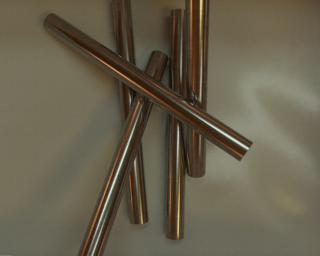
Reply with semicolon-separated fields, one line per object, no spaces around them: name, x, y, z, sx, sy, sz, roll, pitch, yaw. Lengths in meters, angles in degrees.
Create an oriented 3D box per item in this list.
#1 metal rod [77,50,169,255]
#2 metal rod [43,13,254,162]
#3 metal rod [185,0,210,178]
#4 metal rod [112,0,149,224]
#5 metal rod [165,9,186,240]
metal rod;-0.042;0.037;0.358;0.025;0.025;0.299;18;68;0
metal rod;-0.026;-0.057;0.369;0.300;0.025;0.025;35;90;16
metal rod;0.041;-0.073;0.347;0.025;0.025;0.298;-3;117;0
metal rod;-0.040;-0.025;0.410;0.025;0.025;0.298;-5;90;-1
metal rod;0.023;-0.005;0.411;0.025;0.025;0.298;1;90;-1
